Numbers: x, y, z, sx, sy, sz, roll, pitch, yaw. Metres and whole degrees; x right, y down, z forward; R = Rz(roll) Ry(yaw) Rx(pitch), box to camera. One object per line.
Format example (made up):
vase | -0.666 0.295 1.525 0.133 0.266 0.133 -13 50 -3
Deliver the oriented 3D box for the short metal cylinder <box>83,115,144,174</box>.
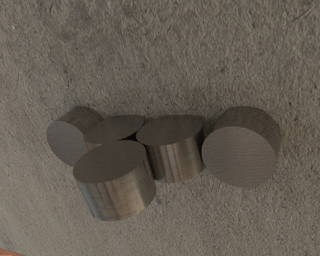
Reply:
short metal cylinder | -0.055 0.022 0.415 0.080 0.080 0.050 0 119 28

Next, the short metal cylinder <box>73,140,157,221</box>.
short metal cylinder | -0.049 0.056 0.343 0.080 0.080 0.050 1 120 28

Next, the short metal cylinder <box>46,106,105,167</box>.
short metal cylinder | -0.120 0.013 0.464 0.080 0.050 0.079 13 124 20

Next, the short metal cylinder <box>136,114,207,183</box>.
short metal cylinder | 0.016 0.023 0.379 0.080 0.080 0.050 0 118 28

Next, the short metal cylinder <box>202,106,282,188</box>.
short metal cylinder | 0.094 0.021 0.355 0.080 0.050 0.079 13 124 20
